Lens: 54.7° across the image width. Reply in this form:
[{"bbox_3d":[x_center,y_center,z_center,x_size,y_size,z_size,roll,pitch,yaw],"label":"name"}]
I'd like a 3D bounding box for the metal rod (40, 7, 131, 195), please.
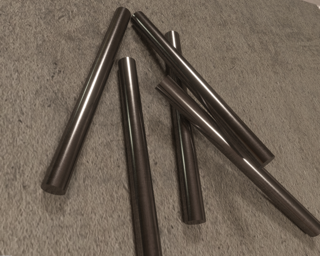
[{"bbox_3d":[-0.082,-0.058,0.395,0.025,0.025,0.300,23,53,-15],"label":"metal rod"}]

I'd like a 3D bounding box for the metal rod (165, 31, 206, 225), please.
[{"bbox_3d":[0.030,-0.020,0.433,0.025,0.025,0.299,9,58,-24],"label":"metal rod"}]

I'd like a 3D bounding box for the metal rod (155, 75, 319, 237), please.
[{"bbox_3d":[0.110,0.042,0.419,0.300,0.025,0.025,43,51,-7],"label":"metal rod"}]

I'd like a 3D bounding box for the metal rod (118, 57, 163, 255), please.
[{"bbox_3d":[-0.025,0.040,0.367,0.025,0.025,0.299,5,59,-26],"label":"metal rod"}]

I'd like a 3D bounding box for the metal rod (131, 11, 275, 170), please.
[{"bbox_3d":[0.045,-0.067,0.429,0.025,0.025,0.300,-17,58,-35],"label":"metal rod"}]
